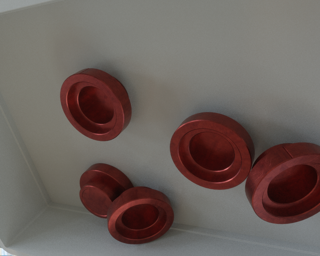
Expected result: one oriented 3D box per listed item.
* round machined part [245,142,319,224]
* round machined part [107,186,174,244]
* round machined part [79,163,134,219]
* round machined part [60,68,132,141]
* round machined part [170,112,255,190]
[{"bbox_3d":[0.140,0.055,0.339,0.099,0.042,0.097,-4,122,-7],"label":"round machined part"},{"bbox_3d":[-0.031,0.128,0.472,0.099,0.042,0.097,-7,123,-10],"label":"round machined part"},{"bbox_3d":[-0.093,0.110,0.513,0.098,0.042,0.097,13,124,20],"label":"round machined part"},{"bbox_3d":[-0.081,-0.034,0.417,0.098,0.042,0.097,13,124,20],"label":"round machined part"},{"bbox_3d":[0.065,0.024,0.377,0.098,0.042,0.097,13,124,20],"label":"round machined part"}]
